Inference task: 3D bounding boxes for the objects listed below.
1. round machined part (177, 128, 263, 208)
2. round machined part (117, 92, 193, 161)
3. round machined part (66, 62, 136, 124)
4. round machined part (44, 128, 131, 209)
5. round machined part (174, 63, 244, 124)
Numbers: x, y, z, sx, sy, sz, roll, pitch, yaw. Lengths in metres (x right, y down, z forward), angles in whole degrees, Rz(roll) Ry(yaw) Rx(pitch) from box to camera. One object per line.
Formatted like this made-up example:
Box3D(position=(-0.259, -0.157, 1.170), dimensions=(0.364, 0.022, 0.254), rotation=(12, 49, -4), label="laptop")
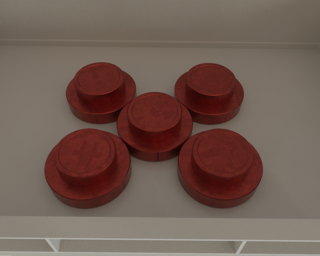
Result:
Box3D(position=(0.070, 0.039, 0.361), dimensions=(0.099, 0.042, 0.098), rotation=(0, 50, 0), label="round machined part")
Box3D(position=(-0.007, -0.009, 0.399), dimensions=(0.099, 0.042, 0.098), rotation=(0, 50, 0), label="round machined part")
Box3D(position=(-0.084, -0.056, 0.438), dimensions=(0.099, 0.042, 0.098), rotation=(0, 50, 0), label="round machined part")
Box3D(position=(-0.083, 0.039, 0.358), dimensions=(0.099, 0.042, 0.098), rotation=(0, 50, 0), label="round machined part")
Box3D(position=(0.070, -0.055, 0.440), dimensions=(0.099, 0.042, 0.098), rotation=(0, 50, 0), label="round machined part")
